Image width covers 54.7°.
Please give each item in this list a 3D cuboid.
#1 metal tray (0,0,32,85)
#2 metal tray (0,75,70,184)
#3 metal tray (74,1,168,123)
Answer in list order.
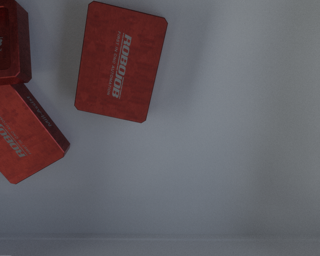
[{"bbox_3d":[-0.219,-0.092,0.352,0.131,0.030,0.089,-6,85,1],"label":"metal tray"},{"bbox_3d":[-0.194,0.000,0.406,0.090,0.030,0.130,-30,108,10],"label":"metal tray"},{"bbox_3d":[-0.048,-0.078,0.379,0.091,0.030,0.129,12,110,-5],"label":"metal tray"}]
